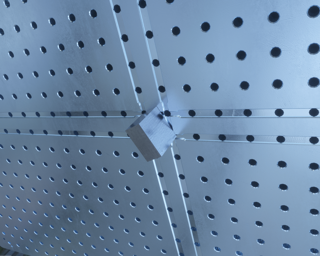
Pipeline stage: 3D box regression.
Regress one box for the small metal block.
[{"bbox_3d":[-0.010,0.007,0.405,0.025,0.050,0.050,-25,105,37],"label":"small metal block"}]
